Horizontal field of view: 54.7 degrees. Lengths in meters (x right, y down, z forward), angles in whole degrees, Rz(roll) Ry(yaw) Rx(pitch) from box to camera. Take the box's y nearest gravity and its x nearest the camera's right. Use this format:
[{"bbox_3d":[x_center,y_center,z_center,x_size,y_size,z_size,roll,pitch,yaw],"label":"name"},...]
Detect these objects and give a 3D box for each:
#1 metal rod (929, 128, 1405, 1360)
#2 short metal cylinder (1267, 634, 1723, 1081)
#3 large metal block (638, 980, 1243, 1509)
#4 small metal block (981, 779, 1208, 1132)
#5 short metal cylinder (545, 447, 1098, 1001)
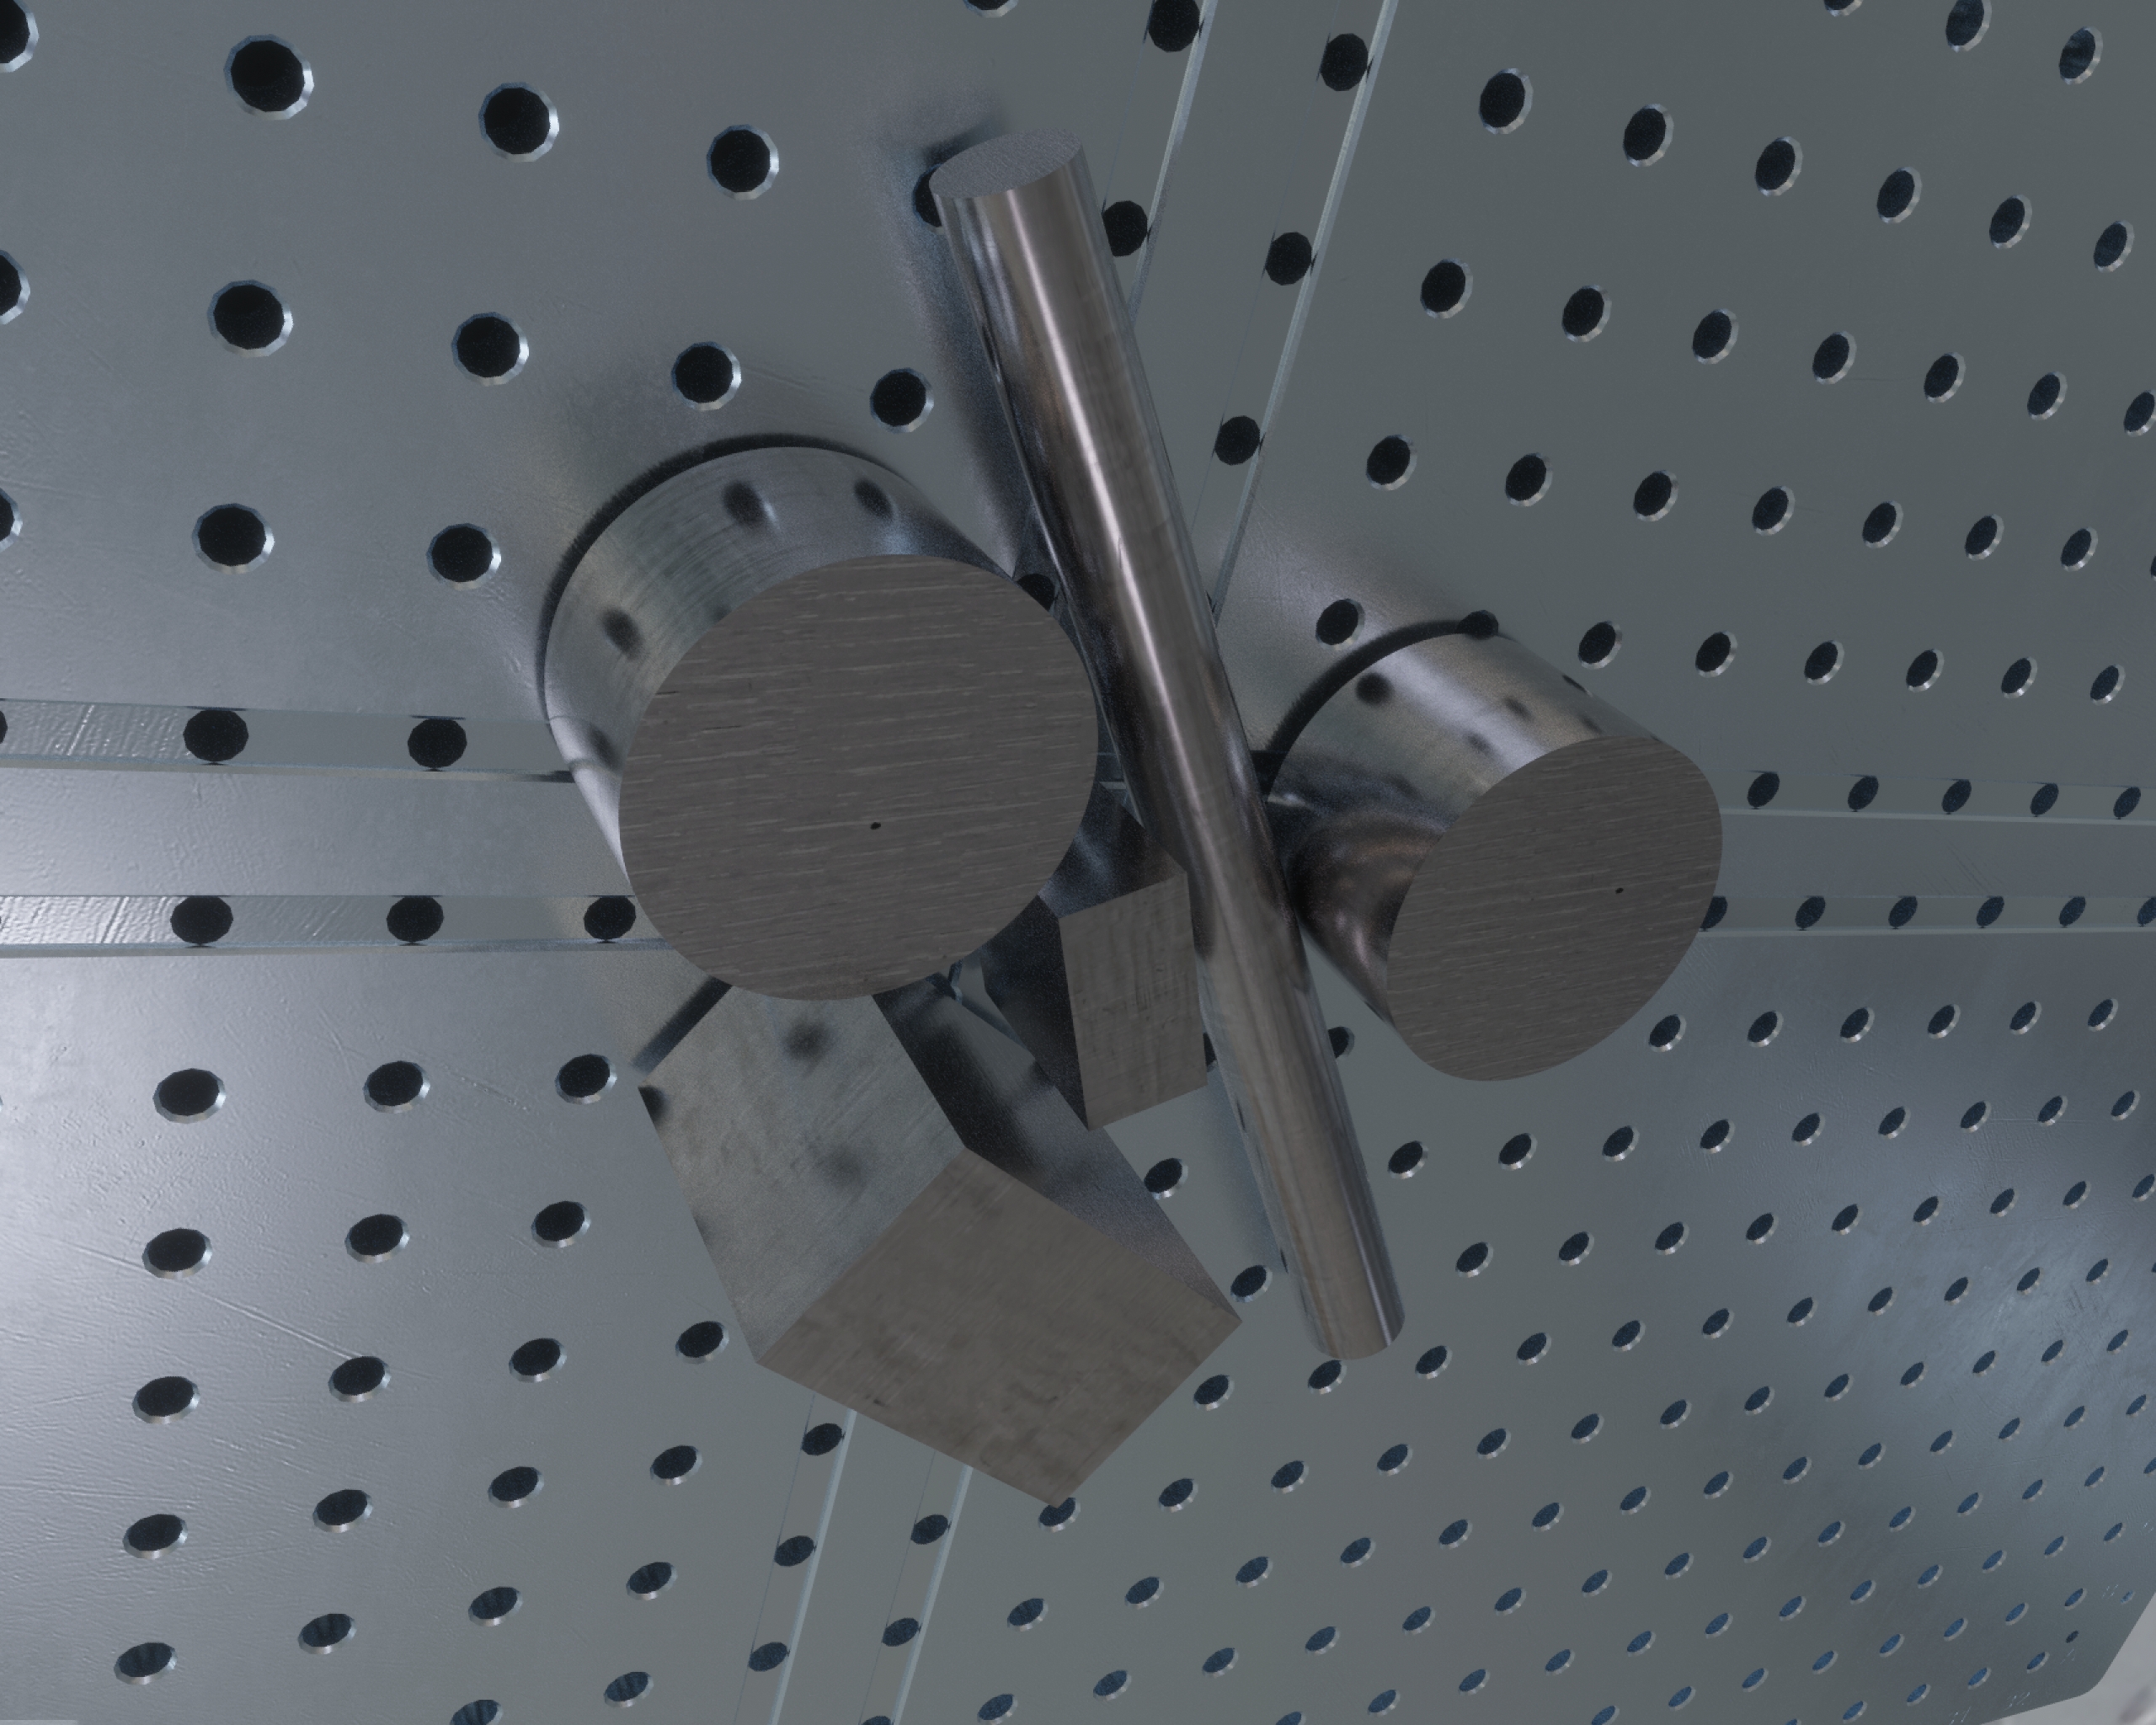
[{"bbox_3d":[0.028,0.000,0.422,0.025,0.025,0.299,-28,128,-11],"label":"metal rod"},{"bbox_3d":[0.086,-0.001,0.436,0.081,0.050,0.079,-14,124,-21],"label":"short metal cylinder"},{"bbox_3d":[-0.027,0.064,0.395,0.050,0.080,0.080,-47,129,5],"label":"large metal block"},{"bbox_3d":[0.000,0.014,0.399,0.025,0.050,0.050,-20,126,-17],"label":"small metal block"},{"bbox_3d":[-0.044,-0.024,0.352,0.081,0.050,0.079,-14,124,-21],"label":"short metal cylinder"}]
